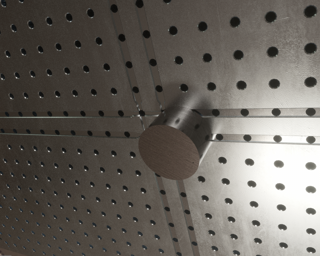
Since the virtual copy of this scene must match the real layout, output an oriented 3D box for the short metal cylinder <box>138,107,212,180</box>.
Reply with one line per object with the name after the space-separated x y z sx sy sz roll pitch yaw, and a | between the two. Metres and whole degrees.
0.020 0.019 0.395 0.080 0.050 0.079 13 124 20 | short metal cylinder
